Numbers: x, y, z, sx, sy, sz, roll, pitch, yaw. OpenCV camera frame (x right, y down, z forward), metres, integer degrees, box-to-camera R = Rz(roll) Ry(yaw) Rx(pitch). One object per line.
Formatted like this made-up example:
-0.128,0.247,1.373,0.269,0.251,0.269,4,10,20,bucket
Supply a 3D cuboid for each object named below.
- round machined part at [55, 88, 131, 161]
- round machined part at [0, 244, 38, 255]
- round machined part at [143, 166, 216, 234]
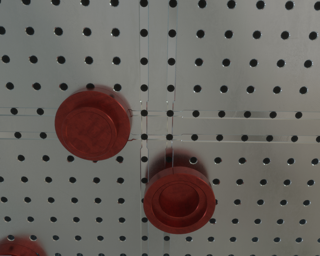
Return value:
-0.088,0.000,0.403,0.099,0.042,0.097,0,110,0,round machined part
-0.239,0.237,0.490,0.099,0.042,0.097,0,110,0,round machined part
0.027,0.098,0.440,0.099,0.042,0.097,0,110,0,round machined part
